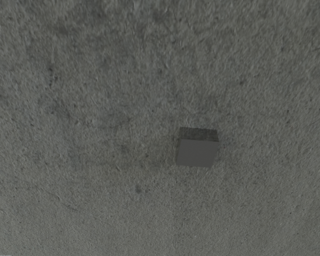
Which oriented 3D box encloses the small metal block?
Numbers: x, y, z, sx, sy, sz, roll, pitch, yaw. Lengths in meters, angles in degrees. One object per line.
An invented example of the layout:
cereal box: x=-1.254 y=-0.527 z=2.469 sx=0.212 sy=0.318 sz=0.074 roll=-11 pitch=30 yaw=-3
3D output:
small metal block: x=0.050 y=0.027 z=0.431 sx=0.050 sy=0.025 sz=0.050 roll=5 pitch=130 yaw=-4
